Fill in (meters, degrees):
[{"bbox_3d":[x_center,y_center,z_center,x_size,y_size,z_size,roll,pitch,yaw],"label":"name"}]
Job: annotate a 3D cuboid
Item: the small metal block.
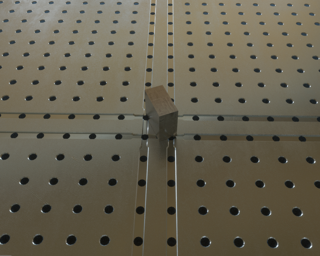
[{"bbox_3d":[0.001,-0.019,0.408,0.025,0.050,0.050,-18,53,-14],"label":"small metal block"}]
